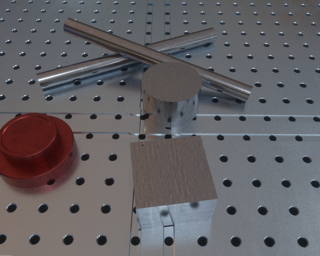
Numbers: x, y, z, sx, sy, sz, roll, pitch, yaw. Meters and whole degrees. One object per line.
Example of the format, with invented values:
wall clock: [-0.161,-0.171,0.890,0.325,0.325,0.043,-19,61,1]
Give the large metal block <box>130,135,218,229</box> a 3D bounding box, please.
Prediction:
large metal block: [0.011,0.059,0.342,0.081,0.050,0.080,-6,50,-5]

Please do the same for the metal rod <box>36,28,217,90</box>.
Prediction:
metal rod: [-0.043,-0.117,0.505,0.302,0.025,0.025,-19,53,-16]

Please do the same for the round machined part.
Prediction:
round machined part: [-0.156,0.019,0.378,0.099,0.042,0.098,0,50,0]

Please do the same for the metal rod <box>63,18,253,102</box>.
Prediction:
metal rod: [-0.008,-0.106,0.471,0.301,0.025,0.025,22,53,8]

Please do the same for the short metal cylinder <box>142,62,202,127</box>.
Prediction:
short metal cylinder: [0.016,-0.047,0.431,0.081,0.050,0.080,1,50,0]
